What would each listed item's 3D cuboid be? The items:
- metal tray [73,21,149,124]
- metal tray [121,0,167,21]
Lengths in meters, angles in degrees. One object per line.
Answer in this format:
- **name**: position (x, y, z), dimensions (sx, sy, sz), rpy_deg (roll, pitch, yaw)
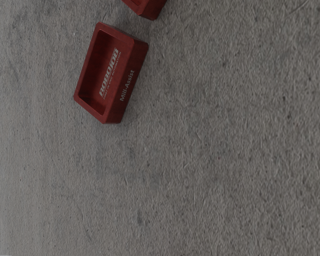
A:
- **metal tray**: position (-0.077, -0.082, 0.465), dimensions (0.090, 0.030, 0.129), rpy_deg (36, 112, 34)
- **metal tray**: position (-0.032, -0.221, 0.427), dimensions (0.130, 0.030, 0.089), rpy_deg (49, 119, 29)
